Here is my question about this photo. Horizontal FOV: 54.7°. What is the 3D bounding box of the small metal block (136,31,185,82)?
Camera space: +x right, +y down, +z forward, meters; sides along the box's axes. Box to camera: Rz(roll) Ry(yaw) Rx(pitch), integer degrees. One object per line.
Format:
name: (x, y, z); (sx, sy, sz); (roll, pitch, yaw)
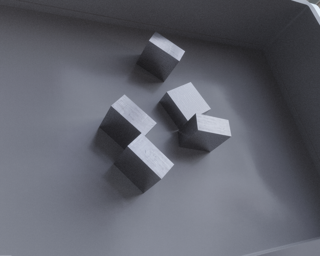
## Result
small metal block: (0.000, -0.103, 0.452); (0.050, 0.050, 0.025); (33, 52, -7)

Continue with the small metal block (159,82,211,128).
small metal block: (0.036, -0.033, 0.445); (0.050, 0.025, 0.050); (-27, 76, -37)

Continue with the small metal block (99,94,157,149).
small metal block: (-0.039, -0.004, 0.370); (0.050, 0.050, 0.025); (42, 51, 0)

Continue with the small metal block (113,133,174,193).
small metal block: (-0.020, 0.041, 0.354); (0.050, 0.050, 0.025); (44, 51, 2)

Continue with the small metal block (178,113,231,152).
small metal block: (0.059, 0.008, 0.416); (0.050, 0.050, 0.025); (11, 57, -23)
